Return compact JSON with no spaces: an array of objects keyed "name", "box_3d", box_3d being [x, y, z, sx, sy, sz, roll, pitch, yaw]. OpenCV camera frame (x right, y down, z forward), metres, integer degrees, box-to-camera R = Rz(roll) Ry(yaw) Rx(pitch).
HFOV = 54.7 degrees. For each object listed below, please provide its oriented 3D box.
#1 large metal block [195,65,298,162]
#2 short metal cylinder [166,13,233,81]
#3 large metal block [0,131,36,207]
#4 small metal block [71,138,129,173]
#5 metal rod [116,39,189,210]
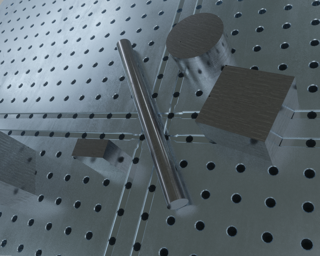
[{"name":"large metal block","box_3d":[0.099,-0.019,0.351,0.080,0.050,0.080,19,72,35]},{"name":"short metal cylinder","box_3d":[0.055,-0.112,0.431,0.080,0.050,0.080,-13,56,20]},{"name":"large metal block","box_3d":[-0.233,0.060,0.456,0.050,0.080,0.080,-26,53,12]},{"name":"small metal block","box_3d":[-0.078,0.036,0.409,0.050,0.050,0.025,1,62,28]},{"name":"metal rod","box_3d":[-0.021,-0.028,0.434,0.025,0.025,0.299,-28,52,10]}]
